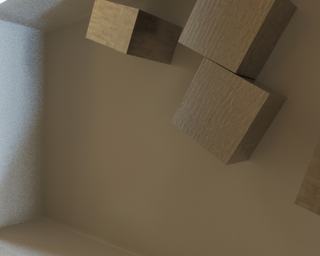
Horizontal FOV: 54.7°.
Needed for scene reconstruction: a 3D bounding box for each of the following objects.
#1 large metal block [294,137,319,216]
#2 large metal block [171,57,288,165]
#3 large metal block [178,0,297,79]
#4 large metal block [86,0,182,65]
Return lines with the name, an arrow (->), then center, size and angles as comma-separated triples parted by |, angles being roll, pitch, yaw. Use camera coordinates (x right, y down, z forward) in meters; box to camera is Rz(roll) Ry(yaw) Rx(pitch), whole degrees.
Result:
large metal block -> 0.156, 0.027, 0.242 | 0.050, 0.081, 0.079 | 24, 105, 37
large metal block -> 0.071, -0.019, 0.330 | 0.080, 0.050, 0.079 | 39, 114, 32
large metal block -> 0.079, -0.108, 0.325 | 0.080, 0.050, 0.079 | 39, 114, 33
large metal block -> -0.033, -0.122, 0.396 | 0.080, 0.081, 0.050 | 29, 108, 36
